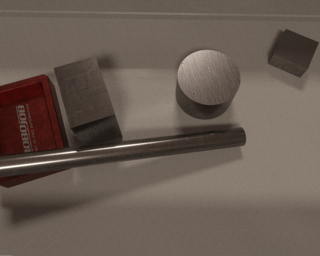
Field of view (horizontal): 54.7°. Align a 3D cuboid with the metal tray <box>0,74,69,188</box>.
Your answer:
[{"bbox_3d":[-0.174,0.002,0.404,0.091,0.030,0.130,-17,71,-7],"label":"metal tray"}]

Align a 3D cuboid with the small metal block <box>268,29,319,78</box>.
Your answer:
[{"bbox_3d":[0.194,-0.109,0.452,0.050,0.025,0.050,26,72,9],"label":"small metal block"}]

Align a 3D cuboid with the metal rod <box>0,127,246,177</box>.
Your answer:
[{"bbox_3d":[-0.040,0.028,0.377,0.302,0.025,0.025,-6,70,-12],"label":"metal rod"}]

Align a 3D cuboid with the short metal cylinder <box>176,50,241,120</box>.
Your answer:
[{"bbox_3d":[0.062,-0.057,0.418,0.081,0.050,0.080,0,70,0],"label":"short metal cylinder"}]

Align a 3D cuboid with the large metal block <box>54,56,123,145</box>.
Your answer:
[{"bbox_3d":[-0.087,-0.029,0.390,0.050,0.080,0.080,-18,71,-7],"label":"large metal block"}]
